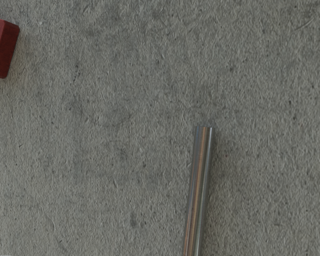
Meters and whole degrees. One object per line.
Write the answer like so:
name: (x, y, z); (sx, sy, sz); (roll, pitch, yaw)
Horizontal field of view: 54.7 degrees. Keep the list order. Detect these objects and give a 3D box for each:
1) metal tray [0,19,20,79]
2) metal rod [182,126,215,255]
metal tray: (-0.301, -0.143, 0.509); (0.130, 0.030, 0.089); (21, 97, 18)
metal rod: (0.042, 0.147, 0.393); (0.025, 0.025, 0.298); (7, 92, 19)
